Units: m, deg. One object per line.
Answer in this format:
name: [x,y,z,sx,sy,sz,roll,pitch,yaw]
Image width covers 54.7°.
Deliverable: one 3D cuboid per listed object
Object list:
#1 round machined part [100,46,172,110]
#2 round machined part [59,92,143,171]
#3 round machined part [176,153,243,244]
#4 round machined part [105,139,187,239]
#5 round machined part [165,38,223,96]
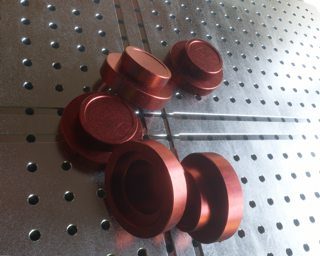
round machined part: [-0.025,-0.070,0.404,0.098,0.042,0.098,28,27,-15]
round machined part: [-0.065,-0.003,0.365,0.099,0.042,0.098,14,56,-21]
round machined part: [0.040,0.076,0.338,0.042,0.097,0.098,1,62,-30]
round machined part: [-0.011,0.060,0.323,0.042,0.098,0.098,-4,63,-48]
round machined part: [0.061,-0.103,0.495,0.099,0.042,0.098,14,56,-21]
